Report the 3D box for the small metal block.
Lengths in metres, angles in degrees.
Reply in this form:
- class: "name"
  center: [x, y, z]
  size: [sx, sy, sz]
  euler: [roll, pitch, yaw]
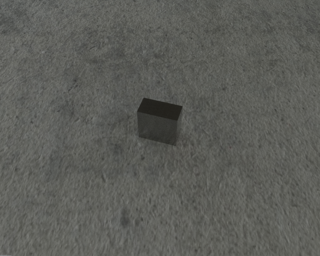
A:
- class: "small metal block"
  center: [0.000, -0.007, 0.393]
  size: [0.050, 0.050, 0.025]
  euler: [13, 51, 10]
